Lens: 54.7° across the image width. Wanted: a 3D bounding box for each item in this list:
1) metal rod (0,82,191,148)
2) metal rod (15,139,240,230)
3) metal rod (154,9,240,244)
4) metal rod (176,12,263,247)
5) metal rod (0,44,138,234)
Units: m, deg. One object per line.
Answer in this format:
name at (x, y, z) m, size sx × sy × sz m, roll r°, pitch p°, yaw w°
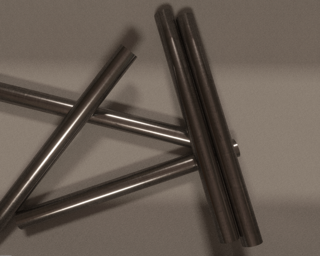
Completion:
metal rod at (-0.102, -0.021, 0.410) m, size 0.302 × 0.025 × 0.025 m, roll 14°, pitch 90°, yaw -1°
metal rod at (-0.041, 0.074, 0.410) m, size 0.302 × 0.025 × 0.025 m, roll -18°, pitch 90°, yaw -1°
metal rod at (0.043, -0.009, 0.390) m, size 0.025 × 0.025 × 0.299 m, roll -15°, pitch 82°, yaw 0°
metal rod at (0.072, -0.004, 0.391) m, size 0.025 × 0.025 × 0.299 m, roll -15°, pitch 82°, yaw 0°
metal rod at (-0.131, 0.022, 0.390) m, size 0.025 × 0.025 × 0.299 m, roll 39°, pitch 97°, yaw -1°
